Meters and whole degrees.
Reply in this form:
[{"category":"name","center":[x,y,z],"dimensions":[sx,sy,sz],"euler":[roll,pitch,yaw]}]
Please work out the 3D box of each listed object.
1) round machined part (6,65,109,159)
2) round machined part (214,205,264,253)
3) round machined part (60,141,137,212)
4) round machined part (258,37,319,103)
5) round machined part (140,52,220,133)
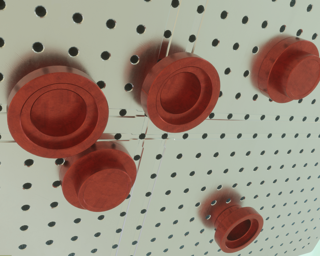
[{"category":"round machined part","center":[-0.108,-0.020,0.329],"dimensions":[0.099,0.042,0.097],"euler":[-14,124,-21]},{"category":"round machined part","center":[0.146,0.188,0.595],"dimensions":[0.099,0.042,0.097],"euler":[-14,124,-21]},{"category":"round machined part","center":[-0.076,0.069,0.401],"dimensions":[0.099,0.042,0.097],"euler":[-14,124,-21]},{"category":"round machined part","center":[0.199,-0.080,0.458],"dimensions":[0.099,0.042,0.097],"euler":[-14,124,-21]},{"category":"round machined part","center":[0.021,-0.046,0.383],"dimensions":[0.099,0.042,0.097],"euler":[-14,124,-21]}]
